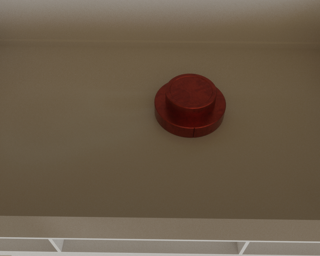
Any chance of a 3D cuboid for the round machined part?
[{"bbox_3d":[0.041,-0.037,0.426,0.099,0.042,0.098,0,50,0],"label":"round machined part"}]
